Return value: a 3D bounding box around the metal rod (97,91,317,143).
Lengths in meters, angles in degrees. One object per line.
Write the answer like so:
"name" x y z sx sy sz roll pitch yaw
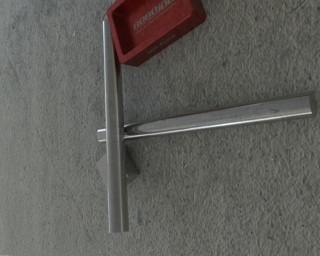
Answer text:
"metal rod" 0.027 -0.005 0.382 0.300 0.025 0.025 -8 85 39

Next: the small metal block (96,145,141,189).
"small metal block" -0.063 0.060 0.457 0.050 0.025 0.050 -42 65 32

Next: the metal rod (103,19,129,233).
"metal rod" -0.062 -0.014 0.426 0.025 0.025 0.299 -18 70 38

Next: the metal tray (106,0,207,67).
"metal tray" -0.011 -0.150 0.410 0.130 0.030 0.090 -25 74 37
